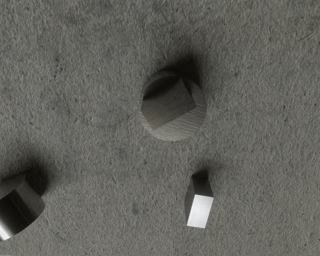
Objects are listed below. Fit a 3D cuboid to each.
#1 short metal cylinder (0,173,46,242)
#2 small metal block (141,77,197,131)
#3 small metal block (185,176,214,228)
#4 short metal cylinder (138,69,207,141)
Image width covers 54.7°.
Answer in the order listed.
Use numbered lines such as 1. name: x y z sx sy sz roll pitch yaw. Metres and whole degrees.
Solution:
1. short metal cylinder: -0.205 0.105 0.417 0.080 0.080 0.050 -22 109 8
2. small metal block: 0.009 -0.028 0.333 0.050 0.050 0.025 -28 108 10
3. small metal block: 0.053 0.103 0.435 0.025 0.050 0.050 10 110 -4
4. short metal cylinder: 0.015 -0.030 0.386 0.081 0.050 0.079 0 110 0
